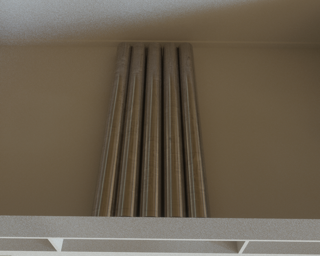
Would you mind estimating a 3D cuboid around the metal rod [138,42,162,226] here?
[{"bbox_3d":[-0.009,-0.018,0.418,0.025,0.025,0.300,0,50,0],"label":"metal rod"}]

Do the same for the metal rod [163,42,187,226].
[{"bbox_3d":[0.016,-0.018,0.418,0.025,0.025,0.300,0,50,0],"label":"metal rod"}]

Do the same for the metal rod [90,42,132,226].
[{"bbox_3d":[-0.059,-0.018,0.418,0.025,0.025,0.300,0,50,0],"label":"metal rod"}]

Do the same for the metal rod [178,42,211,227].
[{"bbox_3d":[0.041,-0.017,0.418,0.025,0.025,0.300,0,50,0],"label":"metal rod"}]

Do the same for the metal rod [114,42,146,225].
[{"bbox_3d":[-0.035,-0.018,0.418,0.025,0.025,0.300,0,50,0],"label":"metal rod"}]
